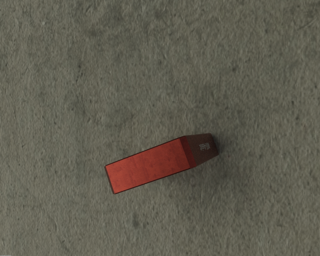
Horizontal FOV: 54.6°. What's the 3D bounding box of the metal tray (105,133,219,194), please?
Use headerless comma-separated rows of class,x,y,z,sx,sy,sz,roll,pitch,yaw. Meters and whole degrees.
metal tray,0.009,0.036,0.350,0.090,0.130,0.030,-22,83,19
